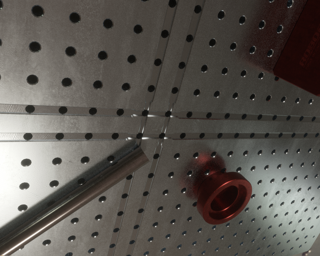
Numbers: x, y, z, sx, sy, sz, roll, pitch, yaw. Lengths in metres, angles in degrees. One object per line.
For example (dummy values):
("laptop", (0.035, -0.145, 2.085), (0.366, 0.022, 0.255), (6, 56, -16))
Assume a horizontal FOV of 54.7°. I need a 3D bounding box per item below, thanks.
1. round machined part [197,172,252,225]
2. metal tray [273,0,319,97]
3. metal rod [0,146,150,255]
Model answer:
("round machined part", (0.105, 0.114, 0.531), (0.099, 0.042, 0.097), (-14, 125, -21))
("metal tray", (0.222, -0.116, 0.421), (0.030, 0.090, 0.129), (7, 115, -32))
("metal rod", (-0.146, 0.118, 0.405), (0.301, 0.025, 0.025), (-33, 129, -7))
